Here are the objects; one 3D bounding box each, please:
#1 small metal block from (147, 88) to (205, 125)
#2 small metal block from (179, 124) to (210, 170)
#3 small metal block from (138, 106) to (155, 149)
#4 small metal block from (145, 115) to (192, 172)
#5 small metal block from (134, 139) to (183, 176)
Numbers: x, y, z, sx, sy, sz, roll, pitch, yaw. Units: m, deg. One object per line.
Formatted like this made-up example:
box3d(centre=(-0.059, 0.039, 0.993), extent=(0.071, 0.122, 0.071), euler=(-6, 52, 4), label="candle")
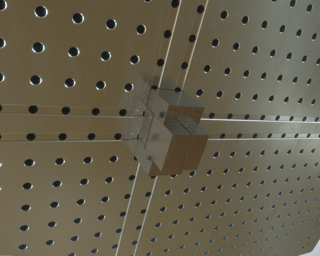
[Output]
box3d(centre=(0.019, -0.026, 0.387), extent=(0.050, 0.050, 0.025), euler=(2, 118, -29), label="small metal block")
box3d(centre=(0.031, 0.018, 0.390), extent=(0.025, 0.050, 0.050), euler=(2, 117, -28), label="small metal block")
box3d(centre=(0.003, 0.000, 0.412), extent=(0.050, 0.025, 0.050), euler=(2, 117, -28), label="small metal block")
box3d(centre=(0.008, 0.018, 0.377), extent=(0.025, 0.050, 0.050), euler=(2, 118, -29), label="small metal block")
box3d(centre=(0.000, 0.039, 0.418), extent=(0.050, 0.050, 0.025), euler=(1, 118, -29), label="small metal block")
